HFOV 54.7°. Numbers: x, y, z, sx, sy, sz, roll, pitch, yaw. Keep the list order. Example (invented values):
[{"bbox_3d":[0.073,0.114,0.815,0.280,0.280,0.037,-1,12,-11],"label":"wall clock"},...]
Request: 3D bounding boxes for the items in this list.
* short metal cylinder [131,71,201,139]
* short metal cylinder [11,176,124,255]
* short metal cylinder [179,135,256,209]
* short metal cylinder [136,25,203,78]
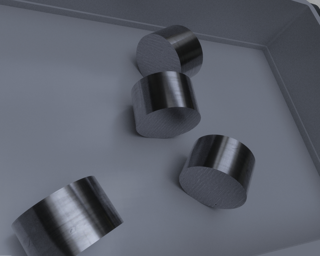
[{"bbox_3d":[0.007,-0.027,0.390,0.081,0.080,0.050,4,60,-26],"label":"short metal cylinder"},{"bbox_3d":[-0.080,0.086,0.275,0.081,0.080,0.050,-27,77,-37],"label":"short metal cylinder"},{"bbox_3d":[0.070,0.054,0.375,0.080,0.080,0.050,34,51,-6],"label":"short metal cylinder"},{"bbox_3d":[0.013,-0.099,0.438,0.050,0.080,0.080,-35,81,-38],"label":"short metal cylinder"}]
